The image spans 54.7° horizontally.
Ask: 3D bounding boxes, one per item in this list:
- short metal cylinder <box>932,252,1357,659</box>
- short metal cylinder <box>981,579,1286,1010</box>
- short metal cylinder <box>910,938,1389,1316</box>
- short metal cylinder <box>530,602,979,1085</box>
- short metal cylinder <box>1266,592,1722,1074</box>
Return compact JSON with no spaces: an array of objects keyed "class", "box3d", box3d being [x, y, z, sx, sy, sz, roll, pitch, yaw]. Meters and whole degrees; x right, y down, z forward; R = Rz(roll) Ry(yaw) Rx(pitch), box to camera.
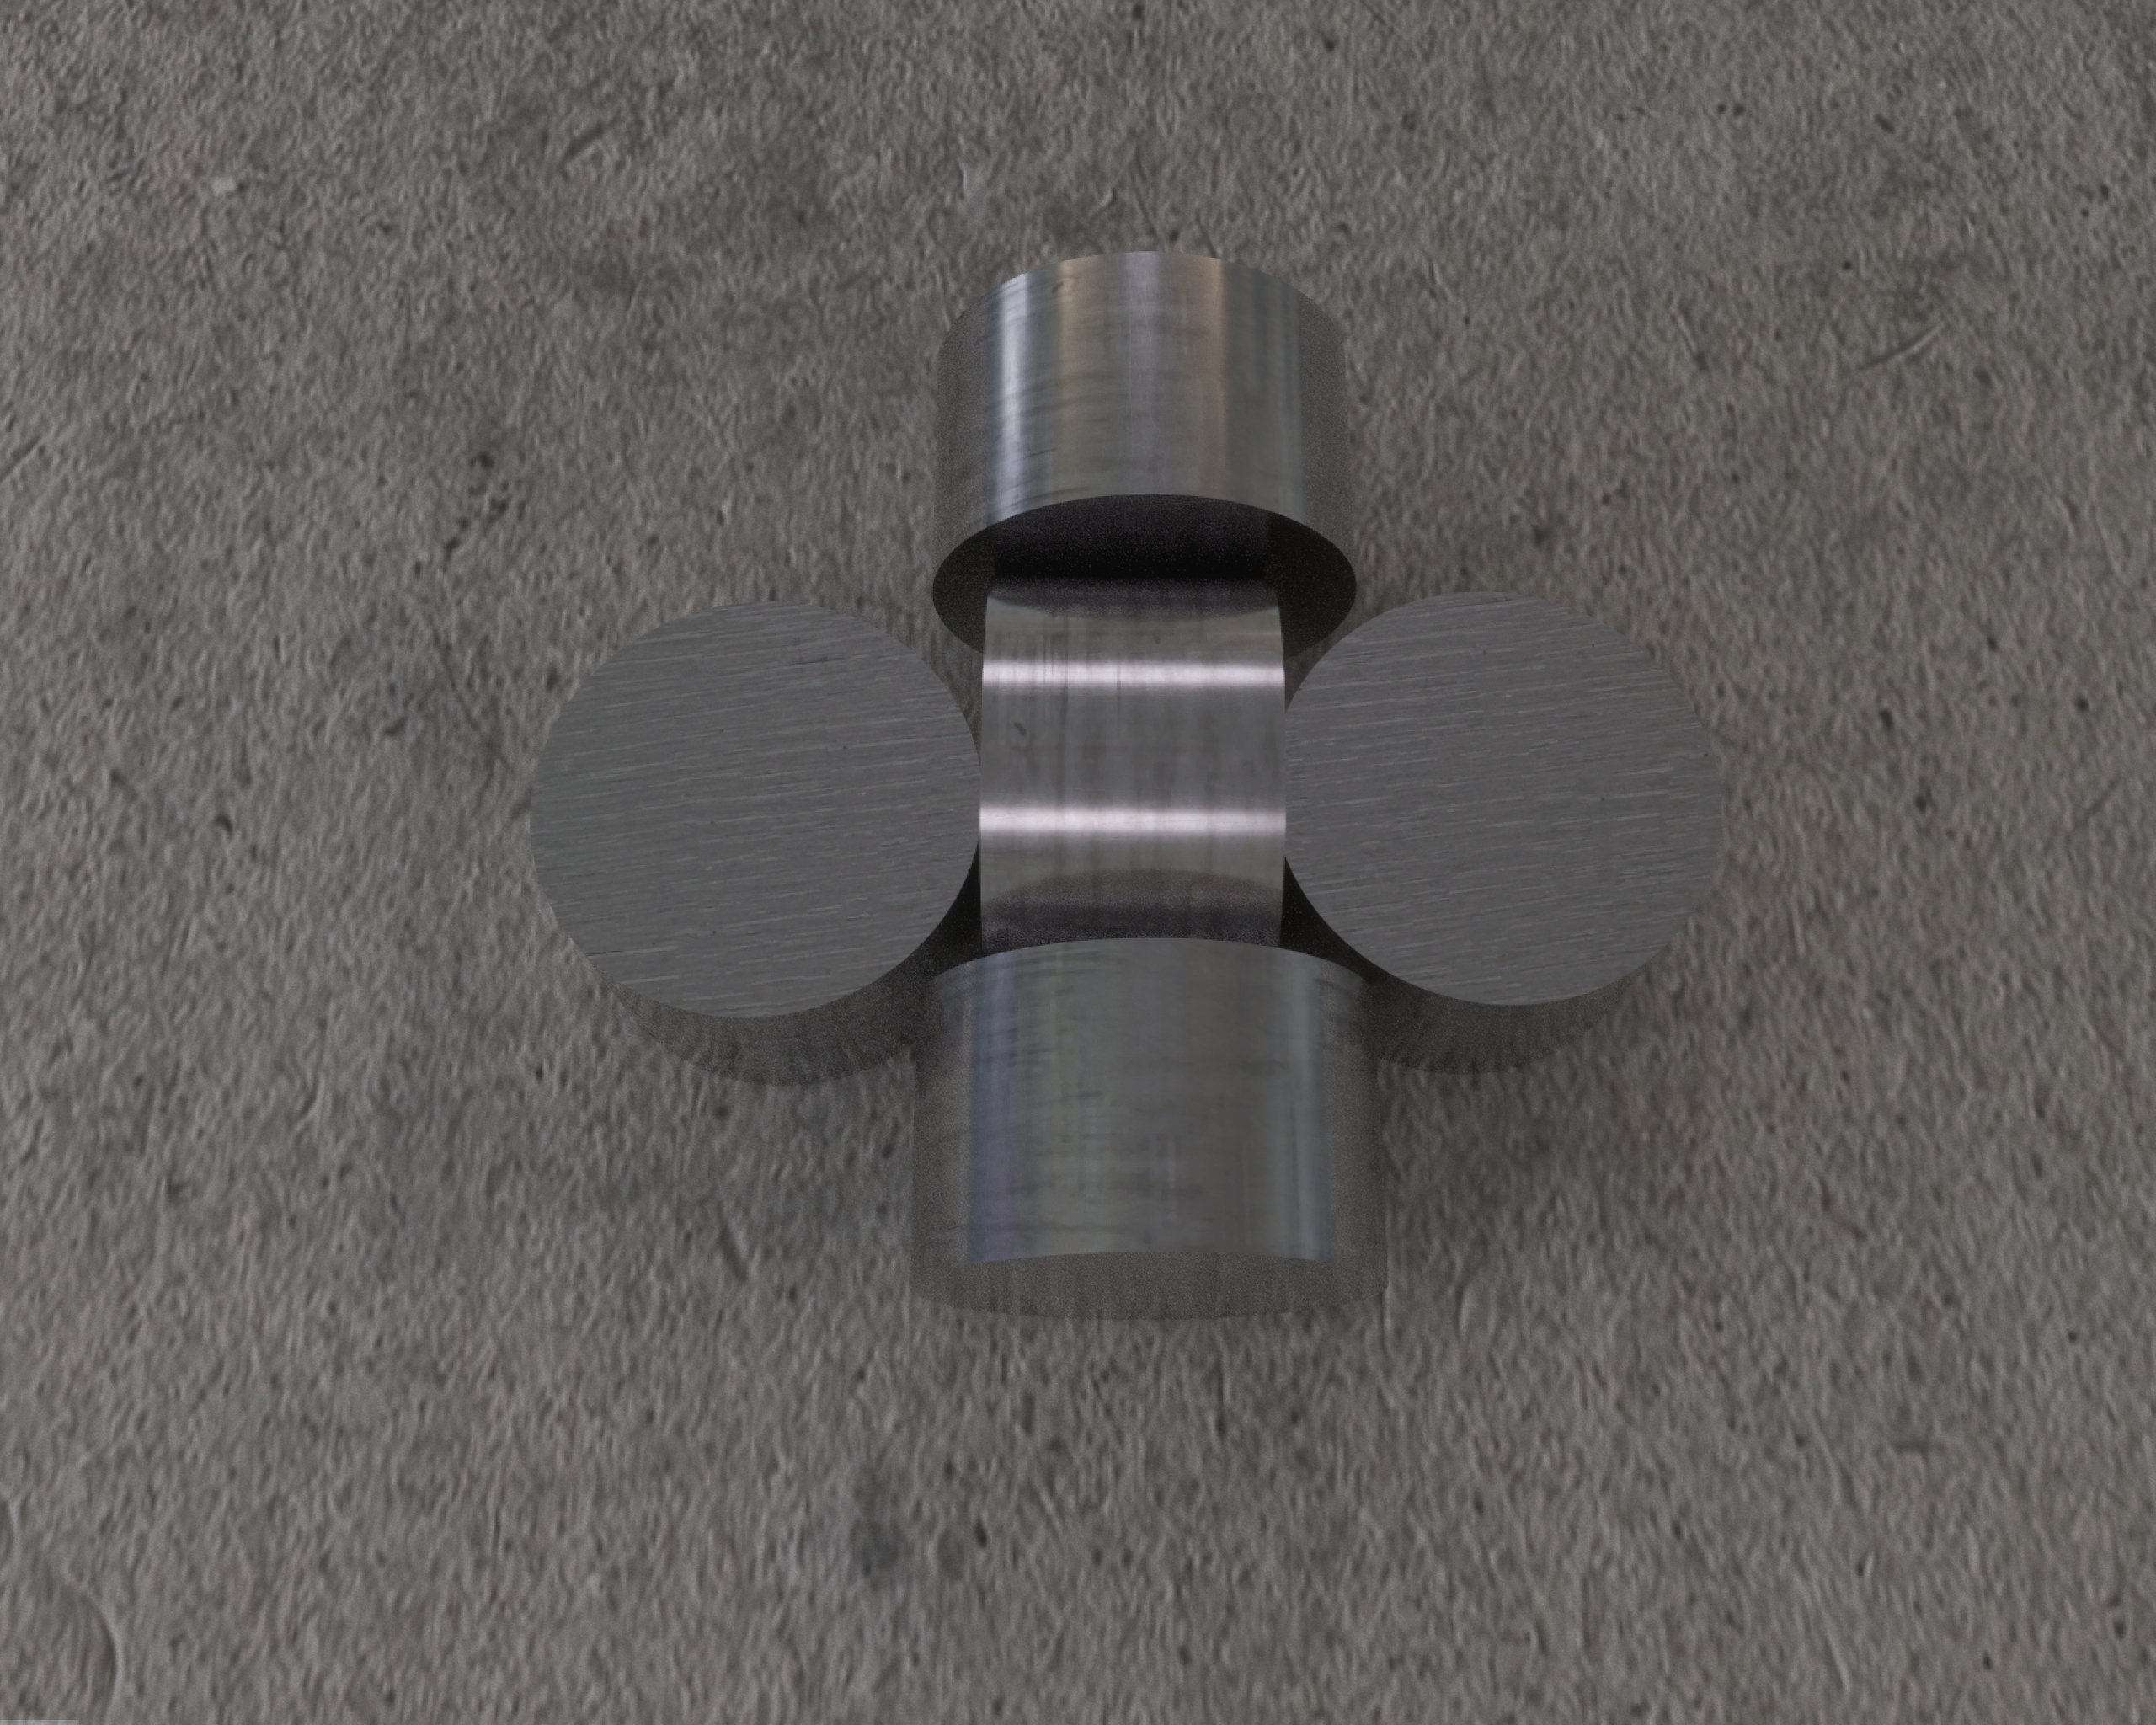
[{"class":"short metal cylinder","box3d":[0.013,-0.074,0.406,0.081,0.080,0.050,0,70,0]},{"class":"short metal cylinder","box3d":[0.009,-0.012,0.383,0.050,0.080,0.080,0,70,0]},{"class":"short metal cylinder","box3d":[0.012,0.049,0.361,0.081,0.080,0.050,0,70,0]},{"class":"short metal cylinder","box3d":[-0.057,-0.002,0.395,0.081,0.050,0.080,0,70,0]},{"class":"short metal cylinder","box3d":[0.075,-0.004,0.397,0.081,0.050,0.080,0,70,0]}]
